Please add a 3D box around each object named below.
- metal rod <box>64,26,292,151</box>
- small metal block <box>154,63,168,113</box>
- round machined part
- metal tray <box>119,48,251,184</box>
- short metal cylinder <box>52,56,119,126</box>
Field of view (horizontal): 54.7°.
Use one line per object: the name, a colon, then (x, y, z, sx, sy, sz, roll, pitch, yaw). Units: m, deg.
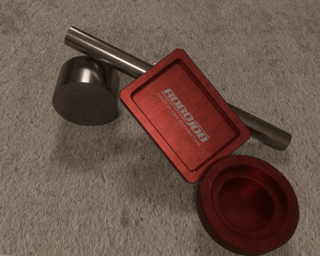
metal rod: (0.024, -0.048, 0.387, 0.301, 0.025, 0.025, 26, 53, -2)
small metal block: (0.006, -0.056, 0.435, 0.025, 0.050, 0.050, -4, 50, -4)
round machined part: (0.086, 0.081, 0.319, 0.099, 0.042, 0.098, 3, 57, -5)
metal tray: (0.027, -0.013, 0.355, 0.090, 0.030, 0.130, -39, 89, -7)
short metal cylinder: (-0.095, -0.047, 0.406, 0.081, 0.080, 0.050, -1, 50, -1)
